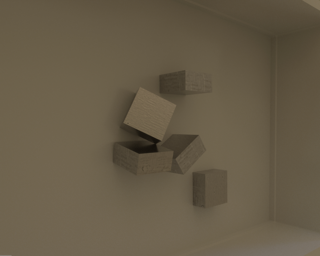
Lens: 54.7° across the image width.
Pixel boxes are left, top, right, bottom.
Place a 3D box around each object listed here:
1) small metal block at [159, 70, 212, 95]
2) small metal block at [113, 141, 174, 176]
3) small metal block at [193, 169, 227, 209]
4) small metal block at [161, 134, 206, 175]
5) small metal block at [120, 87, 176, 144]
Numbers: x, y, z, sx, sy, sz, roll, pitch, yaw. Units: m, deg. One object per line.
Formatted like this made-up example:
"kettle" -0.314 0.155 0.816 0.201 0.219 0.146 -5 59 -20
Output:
"small metal block" 0.035 -0.060 0.419 0.050 0.050 0.025 -1 91 -40
"small metal block" -0.021 0.034 0.370 0.050 0.050 0.025 -1 103 -40
"small metal block" 0.076 0.091 0.471 0.050 0.025 0.050 -1 91 -40
"small metal block" 0.024 0.033 0.410 0.050 0.050 0.025 -42 116 -32
"small metal block" -0.015 -0.015 0.382 0.050 0.025 0.050 26 72 -11
